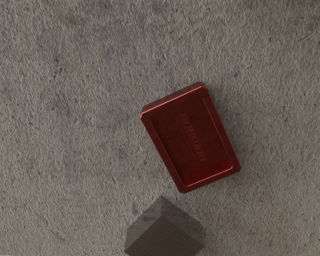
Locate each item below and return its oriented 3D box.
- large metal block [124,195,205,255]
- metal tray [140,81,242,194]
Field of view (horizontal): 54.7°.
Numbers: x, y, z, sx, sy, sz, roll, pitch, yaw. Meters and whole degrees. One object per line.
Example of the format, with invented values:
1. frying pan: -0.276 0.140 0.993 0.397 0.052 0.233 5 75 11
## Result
1. large metal block: 0.006 0.161 0.456 0.080 0.050 0.080 39 105 -13
2. metal tray: 0.042 0.015 0.413 0.090 0.030 0.130 -24 109 8
